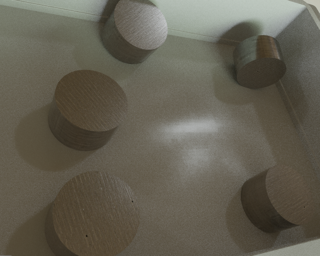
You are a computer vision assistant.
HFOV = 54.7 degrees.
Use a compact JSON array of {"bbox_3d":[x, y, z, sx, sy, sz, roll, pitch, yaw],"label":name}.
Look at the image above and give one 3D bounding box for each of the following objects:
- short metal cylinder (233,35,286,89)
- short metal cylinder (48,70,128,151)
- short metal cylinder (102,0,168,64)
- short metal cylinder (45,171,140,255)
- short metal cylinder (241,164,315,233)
[{"bbox_3d":[0.169,-0.112,0.533,0.081,0.080,0.050,12,57,-22],"label":"short metal cylinder"},{"bbox_3d":[-0.083,-0.020,0.358,0.081,0.050,0.080,14,56,-21],"label":"short metal cylinder"},{"bbox_3d":[-0.036,-0.139,0.444,0.081,0.050,0.080,8,73,-27],"label":"short metal cylinder"},{"bbox_3d":[-0.066,0.088,0.301,0.081,0.050,0.080,14,56,-21],"label":"short metal cylinder"},{"bbox_3d":[0.158,0.096,0.419,0.081,0.050,0.080,14,56,-21],"label":"short metal cylinder"}]
